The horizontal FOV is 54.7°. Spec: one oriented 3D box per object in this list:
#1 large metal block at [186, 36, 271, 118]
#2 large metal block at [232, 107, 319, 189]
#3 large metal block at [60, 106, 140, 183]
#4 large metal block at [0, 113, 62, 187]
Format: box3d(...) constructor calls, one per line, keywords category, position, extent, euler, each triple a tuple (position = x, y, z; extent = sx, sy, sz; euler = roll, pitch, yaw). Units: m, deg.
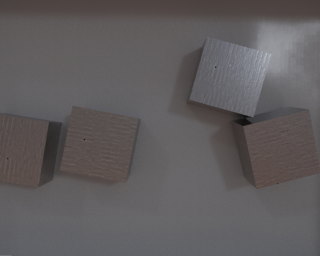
box3d(category="large metal block", position=(0.085, -0.062, 0.399), extent=(0.080, 0.050, 0.080), euler=(16, 90, 0))
box3d(category="large metal block", position=(0.146, 0.023, 0.395), extent=(0.080, 0.050, 0.080), euler=(-14, 98, 0))
box3d(category="large metal block", position=(-0.073, 0.020, 0.398), extent=(0.080, 0.050, 0.080), euler=(11, 90, 0))
box3d(category="large metal block", position=(-0.180, 0.025, 0.397), extent=(0.080, 0.050, 0.080), euler=(9, 90, 0))
